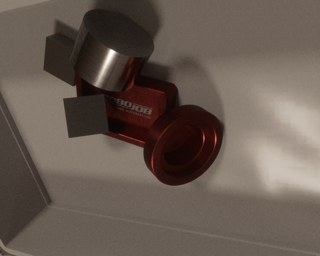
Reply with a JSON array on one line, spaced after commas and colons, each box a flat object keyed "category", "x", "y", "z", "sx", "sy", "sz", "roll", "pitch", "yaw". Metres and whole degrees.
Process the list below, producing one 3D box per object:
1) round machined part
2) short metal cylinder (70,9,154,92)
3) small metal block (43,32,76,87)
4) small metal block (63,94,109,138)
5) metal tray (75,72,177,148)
[{"category": "round machined part", "x": 0.023, "y": 0.017, "z": 0.371, "sx": 0.042, "sy": 0.099, "sz": 0.097, "roll": 40, "pitch": 141, "yaw": 49}, {"category": "short metal cylinder", "x": -0.054, "y": -0.087, "z": 0.346, "sx": 0.080, "sy": 0.080, "sz": 0.050, "roll": 38, "pitch": 129, "yaw": 2}, {"category": "small metal block", "x": -0.126, "y": -0.092, "z": 0.416, "sx": 0.050, "sy": 0.025, "sz": 0.050, "roll": 29, "pitch": 128, "yaw": 9}, {"category": "small metal block", "x": -0.096, "y": -0.016, "z": 0.403, "sx": 0.050, "sy": 0.025, "sz": 0.050, "roll": -8, "pitch": 96, "yaw": -14}, {"category": "metal tray", "x": -0.047, "y": -0.028, "z": 0.411, "sx": 0.130, "sy": 0.030, "sz": 0.089, "roll": 17, "pitch": 125, "yaw": 17}]
